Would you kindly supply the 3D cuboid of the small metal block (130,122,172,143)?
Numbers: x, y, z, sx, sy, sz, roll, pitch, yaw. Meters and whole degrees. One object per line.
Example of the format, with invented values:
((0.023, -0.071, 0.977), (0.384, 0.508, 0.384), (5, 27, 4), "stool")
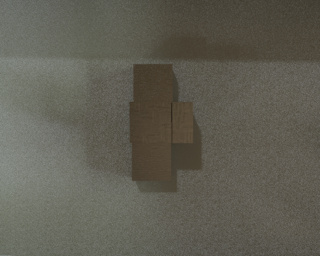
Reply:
((-0.011, 0.005, 0.397), (0.050, 0.050, 0.025), (0, 90, 0), "small metal block")

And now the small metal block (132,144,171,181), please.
((-0.011, 0.043, 0.409), (0.050, 0.025, 0.050), (0, 90, 0), "small metal block")

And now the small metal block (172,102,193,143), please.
((0.027, -0.007, 0.397), (0.025, 0.050, 0.050), (0, 90, 0), "small metal block")

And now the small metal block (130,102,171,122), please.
((-0.011, -0.019, 0.397), (0.050, 0.050, 0.025), (0, 90, 0), "small metal block")

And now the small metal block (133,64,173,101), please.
((-0.009, -0.057, 0.409), (0.050, 0.025, 0.050), (0, 90, 0), "small metal block")
